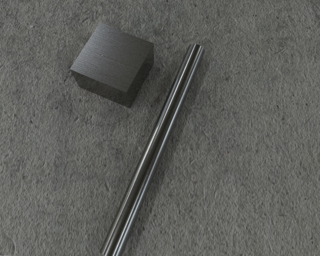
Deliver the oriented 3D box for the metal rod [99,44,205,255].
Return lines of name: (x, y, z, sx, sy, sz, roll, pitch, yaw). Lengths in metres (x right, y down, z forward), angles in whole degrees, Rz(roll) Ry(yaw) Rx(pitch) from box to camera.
metal rod: (-0.002, 0.016, 0.402, 0.025, 0.025, 0.300, 21, 71, 7)

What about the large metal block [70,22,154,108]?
large metal block: (-0.062, -0.085, 0.425, 0.080, 0.050, 0.080, 23, 72, 8)
